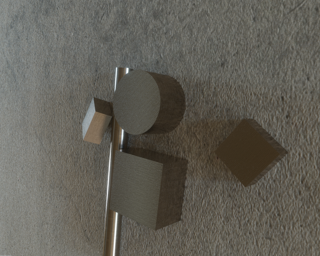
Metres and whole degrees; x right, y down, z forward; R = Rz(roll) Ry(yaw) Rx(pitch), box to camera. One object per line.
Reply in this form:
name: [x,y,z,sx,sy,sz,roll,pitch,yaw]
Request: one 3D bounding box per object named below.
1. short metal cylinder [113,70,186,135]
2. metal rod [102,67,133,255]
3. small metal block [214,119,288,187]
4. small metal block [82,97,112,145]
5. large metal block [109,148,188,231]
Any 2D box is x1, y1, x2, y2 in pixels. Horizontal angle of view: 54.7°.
short metal cylinder: [-0.014,-0.032,0.399,0.080,0.050,0.079,0,90,39]
metal rod: [-0.063,0.063,0.454,0.025,0.025,0.298,8,95,39]
small metal block: [0.095,0.025,0.326,0.050,0.025,0.050,51,120,27]
small metal block: [-0.096,-0.012,0.468,0.050,0.025,0.050,-62,26,21]
large metal block: [-0.016,0.074,0.400,0.080,0.050,0.079,11,97,39]
